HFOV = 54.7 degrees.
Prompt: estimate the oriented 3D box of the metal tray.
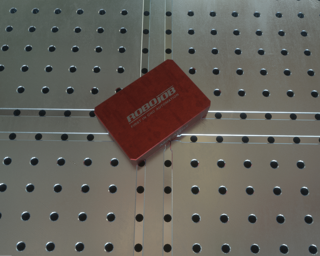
[{"bbox_3d":[-0.009,-0.023,0.418,0.131,0.030,0.090,-36,74,-13],"label":"metal tray"}]
